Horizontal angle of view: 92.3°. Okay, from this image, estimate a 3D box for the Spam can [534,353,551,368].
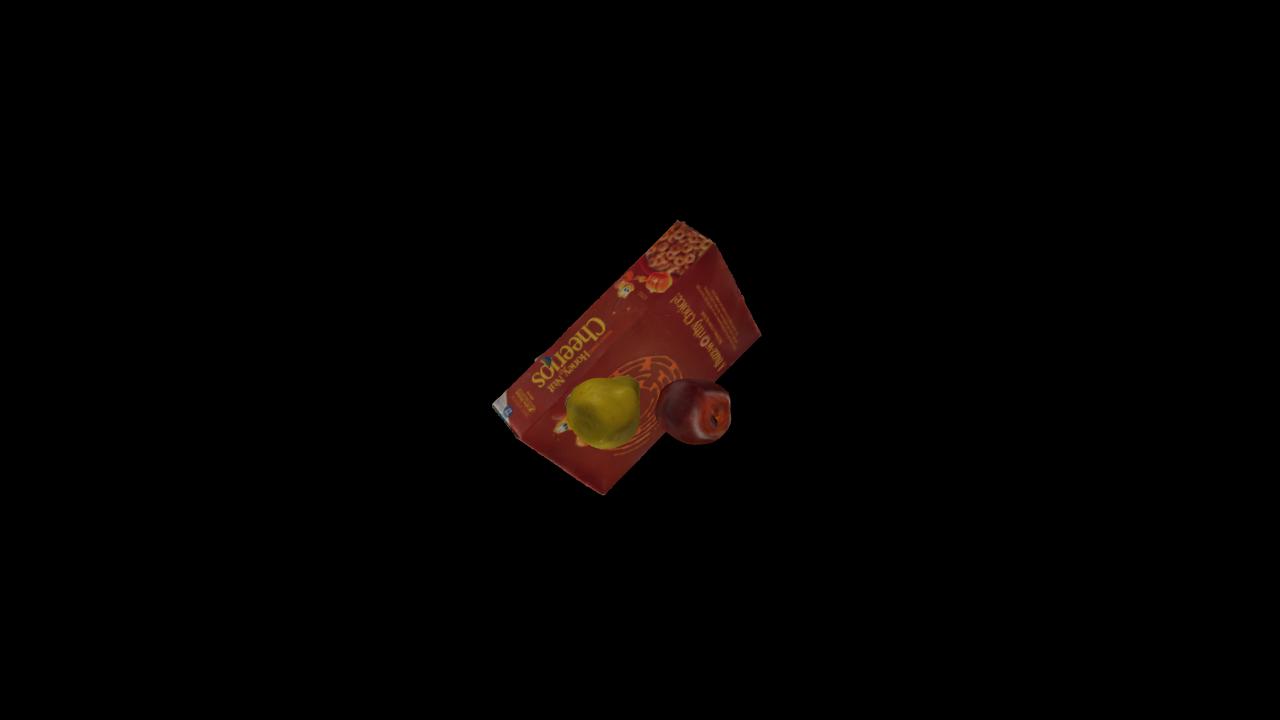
[{"bbox_3d":[-0.064,0.019,0.722,0.085,0.101,0.058,-33,17,-23],"label":"Spam can"}]

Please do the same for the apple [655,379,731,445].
[{"bbox_3d":[0.057,0.057,0.682,0.079,0.079,0.093,0,9,-34],"label":"apple"}]

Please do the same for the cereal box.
[{"bbox_3d":[-0.004,0.008,0.751,0.081,0.306,0.203,43,-3,39],"label":"cereal box"}]

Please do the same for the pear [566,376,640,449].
[{"bbox_3d":[-0.025,0.047,0.665,0.080,0.080,0.111,0,22,39],"label":"pear"}]
